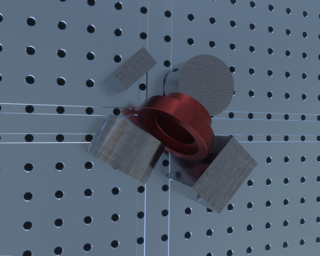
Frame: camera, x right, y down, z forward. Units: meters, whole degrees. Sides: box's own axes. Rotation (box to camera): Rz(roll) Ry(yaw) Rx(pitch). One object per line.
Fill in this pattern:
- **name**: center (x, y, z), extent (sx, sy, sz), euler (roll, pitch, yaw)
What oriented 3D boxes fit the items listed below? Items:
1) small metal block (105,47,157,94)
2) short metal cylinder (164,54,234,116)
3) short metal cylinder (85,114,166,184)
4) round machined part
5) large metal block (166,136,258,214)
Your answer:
- **small metal block**: center (-0.037, -0.071, 0.386), extent (0.050, 0.050, 0.025), euler (-44, 104, -15)
- **short metal cylinder**: center (0.052, -0.055, 0.419), extent (0.081, 0.050, 0.079), euler (0, 90, -21)
- **short metal cylinder**: center (-0.040, 0.026, 0.369), extent (0.080, 0.080, 0.050), euler (33, 79, -18)
- **round machined part**: center (0.024, -0.006, 0.384), extent (0.098, 0.098, 0.042), euler (43, 64, -16)
- **large metal block**: center (0.066, 0.056, 0.410), extent (0.050, 0.080, 0.080), euler (45, 76, -15)
